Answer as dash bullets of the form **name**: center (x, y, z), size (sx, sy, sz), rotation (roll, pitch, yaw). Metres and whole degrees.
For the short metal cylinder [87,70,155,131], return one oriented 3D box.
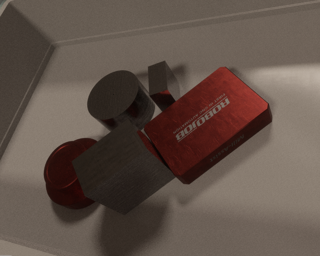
- **short metal cylinder**: center (-0.054, -0.034, 0.437), size (0.080, 0.050, 0.080), rotation (-13, 56, 20)

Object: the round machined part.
- **round machined part**: center (-0.116, 0.056, 0.419), size (0.098, 0.042, 0.098), rotation (-13, 56, 20)

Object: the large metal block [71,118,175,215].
- **large metal block**: center (-0.039, 0.048, 0.360), size (0.080, 0.080, 0.050), rotation (-37, 51, 3)

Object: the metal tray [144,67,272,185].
- **metal tray**: center (0.055, -0.005, 0.376), size (0.130, 0.030, 0.090), rotation (-38, 51, 2)

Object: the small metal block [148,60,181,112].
- **small metal block**: center (0.007, -0.053, 0.417), size (0.025, 0.050, 0.050), rotation (-16, 55, 19)
